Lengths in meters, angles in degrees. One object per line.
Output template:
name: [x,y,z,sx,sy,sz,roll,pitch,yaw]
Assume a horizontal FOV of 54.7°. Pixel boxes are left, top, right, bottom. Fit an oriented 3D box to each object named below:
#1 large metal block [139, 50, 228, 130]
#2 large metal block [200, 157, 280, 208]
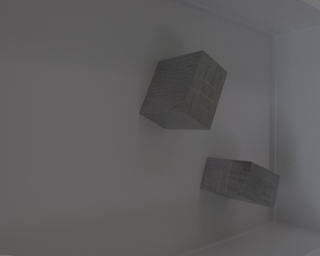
large metal block: [0.029,-0.044,0.395,0.050,0.080,0.080,31,71,-36]
large metal block: [0.122,0.083,0.473,0.080,0.080,0.050,25,74,-37]
